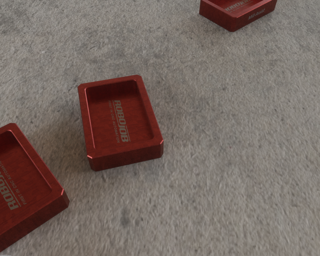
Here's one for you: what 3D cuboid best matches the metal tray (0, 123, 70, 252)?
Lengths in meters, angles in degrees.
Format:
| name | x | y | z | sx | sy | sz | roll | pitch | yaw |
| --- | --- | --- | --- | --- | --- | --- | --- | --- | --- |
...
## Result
| name | x | y | z | sx | sy | sz | roll | pitch | yaw |
| --- | --- | --- | --- | --- | --- | --- | --- | --- | --- |
| metal tray | -0.175 | 0.060 | 0.346 | 0.091 | 0.030 | 0.130 | -33 | 58 | -25 |

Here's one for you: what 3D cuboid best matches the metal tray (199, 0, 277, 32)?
| name | x | y | z | sx | sy | sz | roll | pitch | yaw |
| --- | --- | --- | --- | --- | --- | --- | --- | --- | --- |
| metal tray | 0.153 | -0.241 | 0.604 | 0.131 | 0.030 | 0.090 | -33 | 58 | -25 |

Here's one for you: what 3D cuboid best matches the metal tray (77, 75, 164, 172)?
| name | x | y | z | sx | sy | sz | roll | pitch | yaw |
| --- | --- | --- | --- | --- | --- | --- | --- | --- | --- |
| metal tray | -0.055 | -0.012 | 0.409 | 0.091 | 0.030 | 0.130 | -11 | 51 | -10 |
